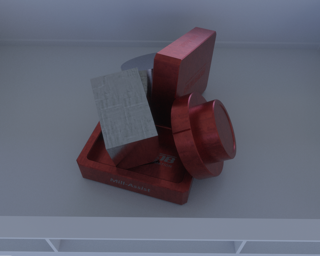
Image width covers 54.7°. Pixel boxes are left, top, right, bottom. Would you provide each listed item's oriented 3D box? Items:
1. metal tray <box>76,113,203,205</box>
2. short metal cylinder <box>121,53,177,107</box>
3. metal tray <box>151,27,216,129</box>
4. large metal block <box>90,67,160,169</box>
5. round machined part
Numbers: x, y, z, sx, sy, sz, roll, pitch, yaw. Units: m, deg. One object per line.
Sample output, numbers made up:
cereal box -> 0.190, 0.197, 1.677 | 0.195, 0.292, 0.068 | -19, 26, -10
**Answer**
metal tray -> -0.020, 0.031, 0.373 | 0.131, 0.030, 0.090 | 13, 51, 11
short metal cylinder -> -0.008, -0.068, 0.425 | 0.080, 0.050, 0.080 | -10, 27, 5
metal tray -> 0.032, -0.069, 0.399 | 0.030, 0.089, 0.131 | 19, 37, 19
large metal block -> -0.036, -0.006, 0.342 | 0.050, 0.080, 0.080 | -15, 68, -5
round machined part -> 0.054, 0.006, 0.347 | 0.042, 0.098, 0.098 | -17, 45, 26
